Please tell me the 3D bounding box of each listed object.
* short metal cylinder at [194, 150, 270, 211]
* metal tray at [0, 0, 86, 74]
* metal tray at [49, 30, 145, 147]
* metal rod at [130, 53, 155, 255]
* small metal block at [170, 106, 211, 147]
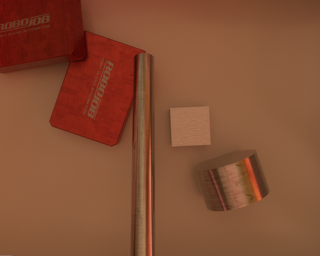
[{"bbox_3d":[0.088,0.063,0.385,0.080,0.080,0.050,-19,90,0],"label":"short metal cylinder"},{"bbox_3d":[-0.162,-0.124,0.389,0.130,0.030,0.089,-6,89,15],"label":"metal tray"},{"bbox_3d":[-0.078,-0.050,0.408,0.090,0.030,0.129,19,90,-1],"label":"metal tray"},{"bbox_3d":[-0.018,0.056,0.334,0.025,0.025,0.299,0,71,-1],"label":"metal rod"},{"bbox_3d":[0.039,-0.002,0.412,0.050,0.025,0.050,-3,90,-1],"label":"small metal block"}]
